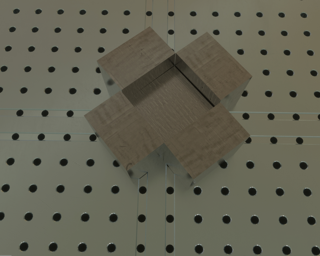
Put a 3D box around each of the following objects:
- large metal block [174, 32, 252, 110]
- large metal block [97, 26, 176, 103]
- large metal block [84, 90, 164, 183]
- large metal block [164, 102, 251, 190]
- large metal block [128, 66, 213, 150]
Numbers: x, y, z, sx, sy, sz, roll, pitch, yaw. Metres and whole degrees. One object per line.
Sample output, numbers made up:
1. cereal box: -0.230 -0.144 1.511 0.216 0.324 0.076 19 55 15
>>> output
1. large metal block: 0.064 -0.062 0.406 0.050 0.080 0.080 -37 75 -12
2. large metal block: -0.028 -0.072 0.409 0.080 0.080 0.050 -37 74 -12
3. large metal block: -0.040 0.014 0.377 0.050 0.080 0.080 -37 75 -12
4. large metal block: 0.052 0.025 0.375 0.080 0.080 0.050 -35 74 -12
5. large metal block: 0.013 -0.019 0.404 0.080 0.050 0.080 -37 73 -10
